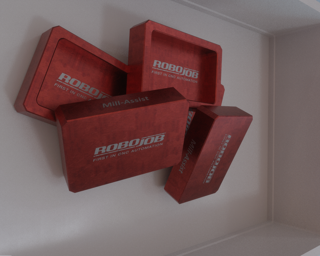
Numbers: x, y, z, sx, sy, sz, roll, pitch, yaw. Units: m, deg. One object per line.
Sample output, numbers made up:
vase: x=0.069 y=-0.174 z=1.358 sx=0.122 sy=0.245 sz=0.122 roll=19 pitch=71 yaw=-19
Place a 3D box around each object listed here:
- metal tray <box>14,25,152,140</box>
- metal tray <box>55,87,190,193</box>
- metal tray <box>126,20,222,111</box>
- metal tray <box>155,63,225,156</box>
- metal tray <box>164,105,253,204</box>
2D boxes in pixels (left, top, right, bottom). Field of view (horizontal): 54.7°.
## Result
metal tray: x=-0.075 y=-0.037 z=0.338 sx=0.131 sy=0.030 sz=0.090 roll=25 pitch=74 yaw=-38
metal tray: x=-0.037 y=0.011 z=0.328 sx=0.131 sy=0.030 sz=0.089 roll=-12 pitch=128 yaw=-24
metal tray: x=0.023 y=-0.069 z=0.382 sx=0.131 sy=0.030 sz=0.089 roll=5 pitch=87 yaw=-40
metal tray: x=0.041 y=-0.016 z=0.437 sx=0.090 sy=0.030 sz=0.130 roll=25 pitch=74 yaw=-38
metal tray: x=0.066 y=0.035 z=0.417 sx=0.091 sy=0.030 sz=0.129 roll=-2 pitch=120 yaw=-46
